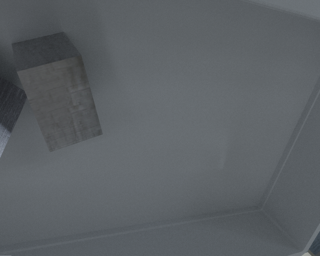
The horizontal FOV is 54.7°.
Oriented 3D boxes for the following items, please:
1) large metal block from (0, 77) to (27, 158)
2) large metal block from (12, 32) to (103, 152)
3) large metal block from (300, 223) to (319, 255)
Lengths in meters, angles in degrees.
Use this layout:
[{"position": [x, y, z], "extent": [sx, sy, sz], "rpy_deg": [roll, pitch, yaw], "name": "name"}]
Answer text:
[{"position": [-0.174, -0.012, 0.263], "extent": [0.050, 0.080, 0.080], "rpy_deg": [-15, 142, 37], "name": "large metal block"}, {"position": [-0.098, -0.037, 0.296], "extent": [0.050, 0.080, 0.079], "rpy_deg": [-20, 126, -17], "name": "large metal block"}, {"position": [0.425, 0.301, 0.813], "extent": [0.080, 0.050, 0.080], "rpy_deg": [-41, 130, 0], "name": "large metal block"}]
